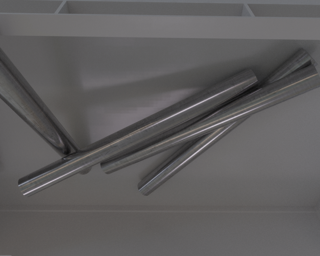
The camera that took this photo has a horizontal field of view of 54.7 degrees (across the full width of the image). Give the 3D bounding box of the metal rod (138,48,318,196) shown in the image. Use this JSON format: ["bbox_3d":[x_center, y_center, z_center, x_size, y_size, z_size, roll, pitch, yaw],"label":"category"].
[{"bbox_3d":[0.070,0.008,0.416,0.025,0.025,0.299,32,123,-25],"label":"metal rod"}]

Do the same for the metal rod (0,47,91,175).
[{"bbox_3d":[-0.118,-0.003,0.322,0.025,0.025,0.299,-2,156,1],"label":"metal rod"}]

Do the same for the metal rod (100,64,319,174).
[{"bbox_3d":[0.043,0.000,0.390,0.300,0.025,0.025,-25,126,26],"label":"metal rod"}]

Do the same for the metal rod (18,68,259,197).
[{"bbox_3d":[-0.027,0.006,0.367,0.301,0.025,0.025,-26,127,2],"label":"metal rod"}]
